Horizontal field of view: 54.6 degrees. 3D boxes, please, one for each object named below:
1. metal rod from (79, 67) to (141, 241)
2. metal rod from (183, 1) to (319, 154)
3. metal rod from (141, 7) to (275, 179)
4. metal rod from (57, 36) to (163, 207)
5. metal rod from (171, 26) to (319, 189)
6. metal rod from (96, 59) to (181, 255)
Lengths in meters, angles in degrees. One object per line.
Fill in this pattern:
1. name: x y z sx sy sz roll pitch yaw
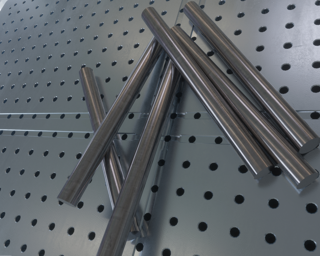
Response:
1. metal rod: -0.080 0.014 0.443 0.025 0.025 0.300 -30 52 9
2. metal rod: 0.101 -0.088 0.409 0.025 0.025 0.300 -32 51 7
3. metal rod: 0.046 -0.065 0.401 0.025 0.025 0.299 -33 58 6
4. metal rod: -0.052 -0.032 0.433 0.025 0.025 0.300 8 58 32
5. metal rod: 0.084 -0.049 0.394 0.025 0.025 0.300 -35 51 5
6. metal rod: -0.015 0.022 0.384 0.025 0.025 0.300 1 56 29
